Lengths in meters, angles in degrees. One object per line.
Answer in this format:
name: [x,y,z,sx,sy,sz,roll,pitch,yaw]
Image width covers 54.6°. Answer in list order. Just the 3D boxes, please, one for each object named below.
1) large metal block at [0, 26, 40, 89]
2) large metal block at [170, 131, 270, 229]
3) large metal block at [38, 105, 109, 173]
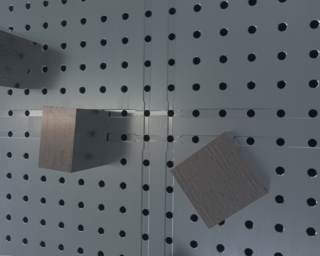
large metal block: [-0.244,-0.110,0.471,0.050,0.080,0.080,29,100,18]
large metal block: [0.073,0.060,0.374,0.080,0.050,0.080,-38,78,16]
large metal block: [-0.115,0.013,0.425,0.050,0.080,0.080,6,92,20]
